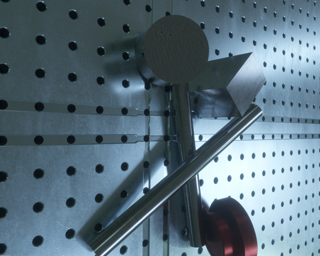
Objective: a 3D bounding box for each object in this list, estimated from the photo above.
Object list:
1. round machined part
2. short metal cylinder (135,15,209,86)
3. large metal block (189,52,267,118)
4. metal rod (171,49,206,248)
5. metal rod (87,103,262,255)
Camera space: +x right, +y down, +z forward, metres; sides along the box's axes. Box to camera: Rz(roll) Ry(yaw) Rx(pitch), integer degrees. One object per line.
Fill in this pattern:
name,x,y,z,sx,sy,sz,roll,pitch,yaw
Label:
round machined part,0.093,0.152,0.445,0.042,0.098,0.097,-9,96,-18
short metal cylinder,0.014,-0.093,0.385,0.081,0.050,0.079,-1,94,-16
large metal block,0.094,-0.061,0.451,0.080,0.080,0.050,-50,120,-28
metal rod,0.038,0.023,0.440,0.025,0.025,0.298,-12,98,-39
metal rod,0.036,0.057,0.410,0.302,0.025,0.025,-37,114,-24
